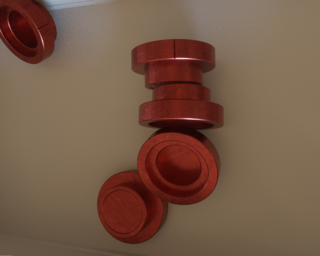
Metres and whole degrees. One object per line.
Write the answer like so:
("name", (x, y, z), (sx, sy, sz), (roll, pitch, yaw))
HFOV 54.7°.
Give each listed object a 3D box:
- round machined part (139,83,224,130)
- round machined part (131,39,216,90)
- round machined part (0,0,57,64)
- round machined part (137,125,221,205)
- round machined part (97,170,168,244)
("round machined part", (0.025, -0.024, 0.363), (0.098, 0.098, 0.042), (-1, 82, 19))
("round machined part", (0.016, -0.069, 0.365), (0.098, 0.098, 0.042), (-2, 88, 19))
("round machined part", (-0.191, -0.146, 0.450), (0.098, 0.042, 0.097), (21, 137, 21))
("round machined part", (0.025, 0.042, 0.381), (0.098, 0.042, 0.097), (7, 113, 16))
("round machined part", (-0.042, 0.107, 0.415), (0.098, 0.042, 0.097), (0, 90, 19))
